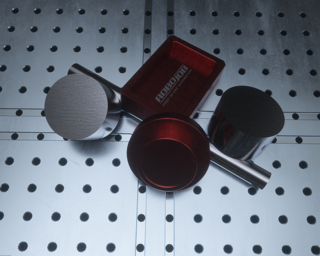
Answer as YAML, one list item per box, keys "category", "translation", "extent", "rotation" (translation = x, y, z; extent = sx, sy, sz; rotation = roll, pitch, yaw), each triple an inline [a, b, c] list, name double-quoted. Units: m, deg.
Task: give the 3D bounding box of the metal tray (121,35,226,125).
- category: "metal tray"
  translation: [0.019, -0.060, 0.416]
  extent: [0.090, 0.030, 0.130]
  rotation: [30, 59, 10]

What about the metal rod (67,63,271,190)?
- category: "metal rod"
  translation: [0.005, -0.007, 0.414]
  extent: [0.301, 0.025, 0.025]
  rotation: [30, 73, 10]

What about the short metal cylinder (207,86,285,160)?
- category: "short metal cylinder"
  translation: [0.106, -0.007, 0.389]
  extent: [0.081, 0.050, 0.080]
  rotation: [7, 53, -8]

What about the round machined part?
- category: "round machined part"
  translation: [0.009, 0.034, 0.361]
  extent: [0.099, 0.042, 0.097]
  rotation: [2, 113, 5]

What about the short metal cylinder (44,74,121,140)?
- category: "short metal cylinder"
  translation: [-0.096, -0.024, 0.394]
  extent: [0.080, 0.050, 0.080]
  rotation: [-1, 87, 10]
